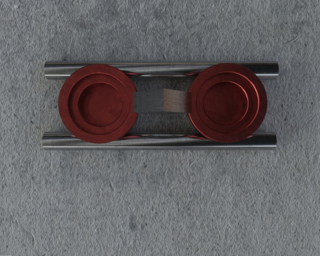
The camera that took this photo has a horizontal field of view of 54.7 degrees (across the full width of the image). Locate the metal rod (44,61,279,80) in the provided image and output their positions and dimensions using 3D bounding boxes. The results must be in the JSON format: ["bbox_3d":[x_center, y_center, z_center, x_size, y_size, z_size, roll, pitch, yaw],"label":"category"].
[{"bbox_3d":[0.002,-0.077,0.411,0.302,0.025,0.025,0,90,0],"label":"metal rod"}]

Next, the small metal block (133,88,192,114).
[{"bbox_3d":[0.003,-0.030,0.372,0.050,0.050,0.025,0,89,43],"label":"small metal block"}]

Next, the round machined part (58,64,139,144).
[{"bbox_3d":[-0.075,-0.030,0.398,0.099,0.042,0.097,0,90,0],"label":"round machined part"}]

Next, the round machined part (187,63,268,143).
[{"bbox_3d":[0.082,-0.031,0.398,0.099,0.042,0.097,0,90,0],"label":"round machined part"}]

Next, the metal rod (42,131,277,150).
[{"bbox_3d":[0.000,0.017,0.411,0.302,0.025,0.025,0,90,0],"label":"metal rod"}]
